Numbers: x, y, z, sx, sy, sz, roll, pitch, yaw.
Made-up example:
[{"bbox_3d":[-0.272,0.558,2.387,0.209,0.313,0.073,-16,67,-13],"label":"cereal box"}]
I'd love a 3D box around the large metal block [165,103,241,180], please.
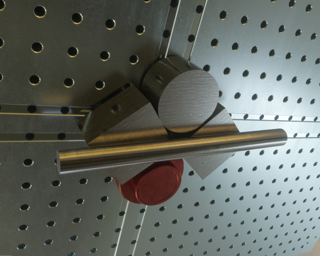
[{"bbox_3d":[0.060,0.012,0.427,0.080,0.050,0.080,-40,130,0],"label":"large metal block"}]

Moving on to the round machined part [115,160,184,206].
[{"bbox_3d":[-0.009,0.069,0.433,0.099,0.042,0.097,-14,124,-21],"label":"round machined part"}]

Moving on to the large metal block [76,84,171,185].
[{"bbox_3d":[-0.039,0.008,0.374,0.080,0.050,0.080,-35,131,-6],"label":"large metal block"}]

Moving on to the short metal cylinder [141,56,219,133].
[{"bbox_3d":[0.024,-0.041,0.378,0.081,0.050,0.079,-14,124,-21],"label":"short metal cylinder"}]

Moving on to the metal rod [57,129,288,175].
[{"bbox_3d":[0.035,0.023,0.373,0.303,0.025,0.025,-4,121,-26],"label":"metal rod"}]
